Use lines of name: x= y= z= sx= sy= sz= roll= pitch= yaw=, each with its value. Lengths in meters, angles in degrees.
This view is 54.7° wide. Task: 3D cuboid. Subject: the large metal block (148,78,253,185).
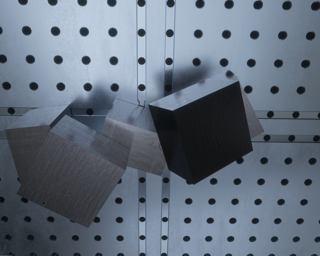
large metal block: x=0.044 y=0.000 z=0.328 sx=0.081 sy=0.050 sz=0.080 roll=-25 pitch=111 yaw=-22

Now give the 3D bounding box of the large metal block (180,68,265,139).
large metal block: x=0.072 y=-0.017 z=0.395 sx=0.080 sy=0.050 sz=0.080 roll=-29 pitch=108 yaw=9

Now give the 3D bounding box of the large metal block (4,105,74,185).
large metal block: x=-0.142 y=0.022 z=0.390 sx=0.050 sy=0.080 sz=0.079 roll=-6 pitch=110 yaw=2

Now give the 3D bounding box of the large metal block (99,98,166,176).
large metal block: x=-0.029 y=0.009 z=0.386 sx=0.080 sy=0.080 sz=0.050 roll=18 pitch=109 yaw=-7

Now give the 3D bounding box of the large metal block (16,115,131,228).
large metal block: x=-0.088 y=0.045 z=0.329 sx=0.080 sy=0.050 sz=0.080 roll=30 pitch=107 yaw=-10
